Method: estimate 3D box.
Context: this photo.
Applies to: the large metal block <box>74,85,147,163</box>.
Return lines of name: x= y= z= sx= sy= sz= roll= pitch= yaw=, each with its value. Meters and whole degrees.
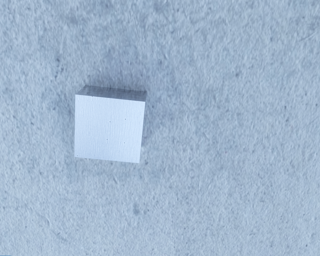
large metal block: x=-0.061 y=-0.006 z=0.394 sx=0.080 sy=0.050 sz=0.079 roll=6 pitch=110 yaw=-2
